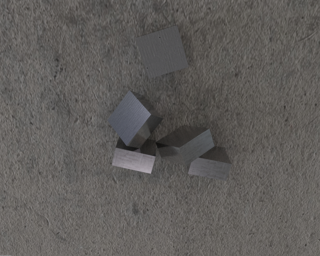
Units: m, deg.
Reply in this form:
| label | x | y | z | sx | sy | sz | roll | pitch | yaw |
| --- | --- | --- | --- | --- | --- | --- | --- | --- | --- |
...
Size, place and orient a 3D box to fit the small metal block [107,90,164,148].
| label | x | y | z | sx | sy | sz | roll | pitch | yaw |
| --- | --- | --- | --- | --- | --- | --- | --- | --- | --- |
| small metal block | -0.032 | -0.011 | 0.390 | 0.050 | 0.050 | 0.025 | -51 | 146 | 16 |

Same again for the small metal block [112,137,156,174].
| label | x | y | z | sx | sy | sz | roll | pitch | yaw |
| --- | --- | --- | --- | --- | --- | --- | --- | --- | --- |
| small metal block | -0.033 | 0.032 | 0.408 | 0.050 | 0.050 | 0.025 | 13 | 110 | -5 |

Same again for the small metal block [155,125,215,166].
| label | x | y | z | sx | sy | sz | roll | pitch | yaw |
| --- | --- | --- | --- | --- | --- | --- | --- | --- | --- |
| small metal block | 0.031 | 0.021 | 0.394 | 0.050 | 0.050 | 0.025 | -30 | 111 | -29 |

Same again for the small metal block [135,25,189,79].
| label | x | y | z | sx | sy | sz | roll | pitch | yaw |
| --- | --- | --- | --- | --- | --- | --- | --- | --- | --- |
| small metal block | 0.003 | -0.093 | 0.375 | 0.050 | 0.025 | 0.050 | -16 | 110 | 5 |

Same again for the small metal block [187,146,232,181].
| label | x | y | z | sx | sy | sz | roll | pitch | yaw |
| --- | --- | --- | --- | --- | --- | --- | --- | --- | --- |
| small metal block | 0.063 | 0.043 | 0.413 | 0.050 | 0.050 | 0.025 | 12 | 110 | -5 |
